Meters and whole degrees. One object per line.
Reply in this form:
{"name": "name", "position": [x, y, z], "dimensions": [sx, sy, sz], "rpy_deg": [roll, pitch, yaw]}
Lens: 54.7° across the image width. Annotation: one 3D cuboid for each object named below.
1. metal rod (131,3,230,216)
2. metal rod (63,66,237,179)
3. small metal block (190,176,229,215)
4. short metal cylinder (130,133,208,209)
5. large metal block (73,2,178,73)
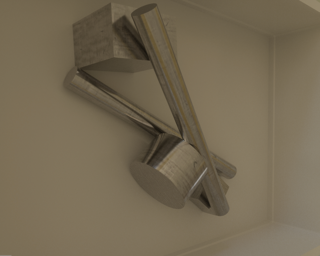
{"name": "metal rod", "position": [0.037, 0.006, 0.362], "dimensions": [0.025, 0.025, 0.299], "rpy_deg": [-48, 131, -29]}
{"name": "metal rod", "position": [0.010, 0.008, 0.415], "dimensions": [0.301, 0.025, 0.025], "rpy_deg": [31, 71, -36]}
{"name": "small metal block", "position": [0.073, 0.096, 0.469], "dimensions": [0.050, 0.025, 0.050], "rpy_deg": [46, 63, -31]}
{"name": "short metal cylinder", "position": [0.010, 0.053, 0.379], "dimensions": [0.050, 0.080, 0.080], "rpy_deg": [-48, 119, -30]}
{"name": "large metal block", "position": [-0.039, -0.093, 0.339], "dimensions": [0.081, 0.080, 0.050], "rpy_deg": [-5, 94, -40]}
